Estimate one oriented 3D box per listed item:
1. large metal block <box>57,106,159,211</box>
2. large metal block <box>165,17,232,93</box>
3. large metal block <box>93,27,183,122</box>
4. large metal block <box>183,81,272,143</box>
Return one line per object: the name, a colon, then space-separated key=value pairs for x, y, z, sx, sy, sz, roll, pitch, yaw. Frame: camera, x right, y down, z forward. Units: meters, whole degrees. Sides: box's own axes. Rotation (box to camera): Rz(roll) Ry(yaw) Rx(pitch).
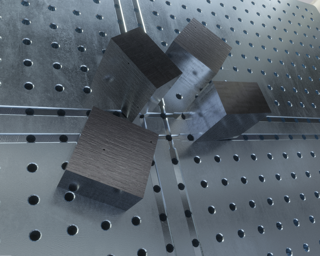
large metal block: x=-0.055 y=0.035 z=0.342 sx=0.080 sy=0.050 sz=0.080 roll=24 pitch=53 yaw=-14
large metal block: x=0.059 y=-0.118 z=0.497 sx=0.080 sy=0.050 sz=0.080 roll=37 pitch=51 yaw=-4
large metal block: x=-0.031 y=-0.067 z=0.398 sx=0.080 sy=0.080 sz=0.050 roll=48 pitch=51 yaw=5
large metal block: x=0.092 y=-0.022 z=0.438 sx=0.081 sy=0.080 sz=0.050 roll=-3 pitch=64 yaw=-30
